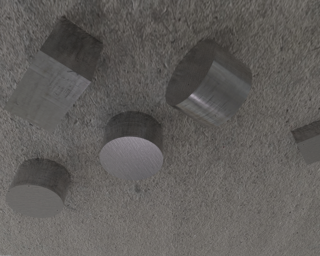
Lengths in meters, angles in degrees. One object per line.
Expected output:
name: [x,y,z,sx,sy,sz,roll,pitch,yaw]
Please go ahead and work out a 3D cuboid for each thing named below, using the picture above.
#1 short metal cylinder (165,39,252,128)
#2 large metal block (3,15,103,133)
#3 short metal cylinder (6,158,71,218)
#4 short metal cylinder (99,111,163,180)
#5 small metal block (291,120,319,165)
short metal cylinder: [0.050,-0.047,0.332,0.050,0.080,0.080,30,124,-23]
large metal block: [-0.108,-0.056,0.322,0.050,0.080,0.080,32,123,-24]
short metal cylinder: [-0.181,0.091,0.467,0.081,0.050,0.079,0,130,0]
short metal cylinder: [-0.036,0.024,0.411,0.081,0.050,0.079,0,130,0]
small metal block: [0.216,0.019,0.425,0.050,0.025,0.050,-25,126,20]
